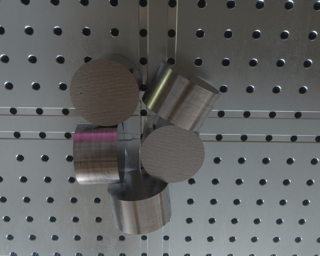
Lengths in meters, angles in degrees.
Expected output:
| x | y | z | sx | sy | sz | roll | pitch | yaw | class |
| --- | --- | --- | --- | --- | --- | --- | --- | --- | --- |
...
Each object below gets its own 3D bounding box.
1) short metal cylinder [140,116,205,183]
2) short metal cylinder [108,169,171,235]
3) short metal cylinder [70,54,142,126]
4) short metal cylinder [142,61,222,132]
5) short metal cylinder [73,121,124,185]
| x | y | z | sx | sy | sz | roll | pitch | yaw | class |
| --- | --- | --- | --- | --- | --- | --- | --- | --- | --- |
| 0.016 | 0.025 | 0.409 | 0.081 | 0.050 | 0.079 | 0 | 111 | -1 | short metal cylinder |
| -0.026 | 0.097 | 0.419 | 0.080 | 0.080 | 0.050 | -6 | 111 | 2 | short metal cylinder |
| -0.064 | -0.048 | 0.381 | 0.080 | 0.050 | 0.079 | 0 | 110 | 1 | short metal cylinder |
| 0.025 | -0.039 | 0.370 | 0.080 | 0.080 | 0.050 | 27 | 107 | -10 | short metal cylinder |
| -0.075 | 0.031 | 0.396 | 0.050 | 0.080 | 0.079 | -2 | 110 | 0 | short metal cylinder |
